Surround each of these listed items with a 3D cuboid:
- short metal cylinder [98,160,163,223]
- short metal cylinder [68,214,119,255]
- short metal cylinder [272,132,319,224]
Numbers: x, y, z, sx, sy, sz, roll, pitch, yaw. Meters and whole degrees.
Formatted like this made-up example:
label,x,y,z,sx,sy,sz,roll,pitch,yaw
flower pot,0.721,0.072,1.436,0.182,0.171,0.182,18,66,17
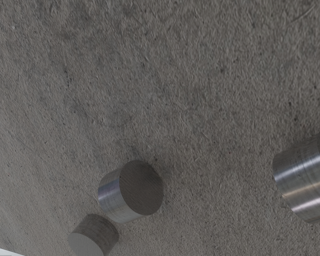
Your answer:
label,x,y,z,sx,sy,sz,roll,pitch,yaw
short metal cylinder,-0.042,0.093,0.451,0.050,0.080,0.080,-31,101,38
short metal cylinder,-0.126,0.211,0.588,0.080,0.050,0.079,13,124,21
short metal cylinder,0.163,0.051,0.317,0.080,0.080,0.050,47,129,-5
